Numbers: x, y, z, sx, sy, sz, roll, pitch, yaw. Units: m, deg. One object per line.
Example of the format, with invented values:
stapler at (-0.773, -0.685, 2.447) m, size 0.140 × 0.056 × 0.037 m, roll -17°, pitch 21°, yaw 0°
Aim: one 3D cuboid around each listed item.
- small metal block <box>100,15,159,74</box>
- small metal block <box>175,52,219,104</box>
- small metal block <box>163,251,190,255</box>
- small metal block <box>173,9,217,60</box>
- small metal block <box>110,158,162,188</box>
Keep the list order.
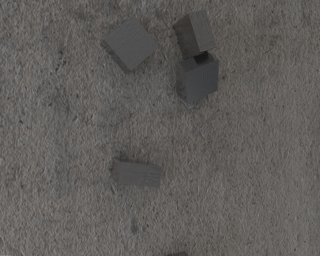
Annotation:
small metal block at (-0.038, -0.105, 0.394) m, size 0.050 × 0.025 × 0.050 m, roll -44°, pitch 104°, yaw -15°
small metal block at (0.050, -0.067, 0.414) m, size 0.050 × 0.025 × 0.050 m, roll -25°, pitch 136°, yaw -18°
small metal block at (0.016, 0.200, 0.415) m, size 0.050 × 0.025 × 0.050 m, roll -3°, pitch 91°, yaw -20°
small metal block at (0.045, -0.122, 0.412) m, size 0.025 × 0.050 × 0.050 m, roll -21°, pitch 97°, yaw -19°
small metal block at (-0.031, 0.055, 0.384) m, size 0.050 × 0.050 × 0.025 m, roll 10°, pitch 87°, yaw -20°
